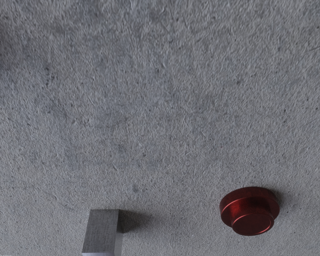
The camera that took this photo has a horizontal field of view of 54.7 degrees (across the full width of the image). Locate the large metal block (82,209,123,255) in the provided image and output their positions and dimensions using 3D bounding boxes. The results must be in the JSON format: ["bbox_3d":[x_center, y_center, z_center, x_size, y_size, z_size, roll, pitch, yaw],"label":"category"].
[{"bbox_3d":[-0.096,0.199,0.539,0.050,0.080,0.079,-1,130,0],"label":"large metal block"}]

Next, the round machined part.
[{"bbox_3d":[0.153,0.146,0.523,0.099,0.042,0.097,-1,130,0],"label":"round machined part"}]
